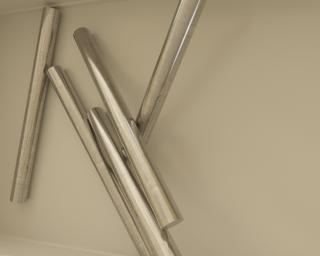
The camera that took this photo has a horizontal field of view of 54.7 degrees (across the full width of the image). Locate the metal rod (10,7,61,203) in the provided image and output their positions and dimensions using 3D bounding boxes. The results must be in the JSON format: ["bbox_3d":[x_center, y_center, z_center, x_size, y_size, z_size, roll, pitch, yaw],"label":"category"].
[{"bbox_3d":[-0.192,-0.032,0.476,0.025,0.025,0.298,13,94,19],"label":"metal rod"}]

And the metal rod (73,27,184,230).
[{"bbox_3d":[-0.051,-0.019,0.382,0.025,0.025,0.299,-37,62,16],"label":"metal rod"}]

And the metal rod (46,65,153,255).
[{"bbox_3d":[-0.086,0.042,0.439,0.025,0.025,0.299,-32,80,17],"label":"metal rod"}]

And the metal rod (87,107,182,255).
[{"bbox_3d":[-0.025,0.080,0.355,0.025,0.025,0.300,-45,53,14],"label":"metal rod"}]

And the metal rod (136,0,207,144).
[{"bbox_3d":[0.005,-0.061,0.347,0.025,0.025,0.298,34,124,16],"label":"metal rod"}]
